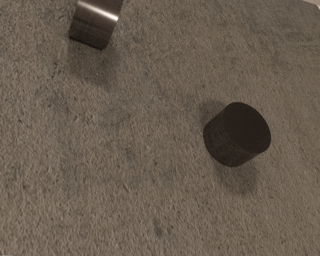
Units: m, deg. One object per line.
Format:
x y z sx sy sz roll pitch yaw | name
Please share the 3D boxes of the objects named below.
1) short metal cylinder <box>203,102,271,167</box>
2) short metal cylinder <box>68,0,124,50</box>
0.110 0.010 0.443 0.081 0.050 0.080 14 56 -21 | short metal cylinder
-0.085 -0.153 0.417 0.050 0.080 0.080 19 54 -18 | short metal cylinder
